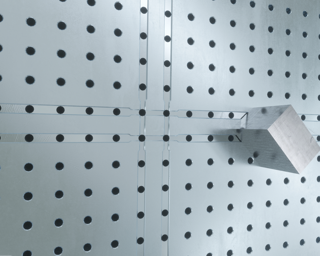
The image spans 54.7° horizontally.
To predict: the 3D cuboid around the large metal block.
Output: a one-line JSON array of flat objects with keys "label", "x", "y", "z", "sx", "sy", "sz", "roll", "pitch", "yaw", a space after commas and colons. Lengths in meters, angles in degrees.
[{"label": "large metal block", "x": 0.165, "y": 0.015, "z": 0.446, "sx": 0.050, "sy": 0.080, "sz": 0.080, "roll": -43, "pitch": 104, "yaw": -15}]
